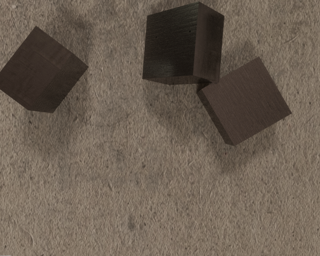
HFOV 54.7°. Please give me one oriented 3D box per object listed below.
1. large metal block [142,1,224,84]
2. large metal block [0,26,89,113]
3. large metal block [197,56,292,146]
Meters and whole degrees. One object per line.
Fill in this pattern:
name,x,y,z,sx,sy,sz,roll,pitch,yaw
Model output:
large metal block,0.027,-0.097,0.377,0.080,0.050,0.079,5,90,44
large metal block,-0.141,-0.066,0.381,0.050,0.080,0.080,37,90,-1
large metal block,0.105,-0.033,0.399,0.080,0.050,0.080,-30,91,0
